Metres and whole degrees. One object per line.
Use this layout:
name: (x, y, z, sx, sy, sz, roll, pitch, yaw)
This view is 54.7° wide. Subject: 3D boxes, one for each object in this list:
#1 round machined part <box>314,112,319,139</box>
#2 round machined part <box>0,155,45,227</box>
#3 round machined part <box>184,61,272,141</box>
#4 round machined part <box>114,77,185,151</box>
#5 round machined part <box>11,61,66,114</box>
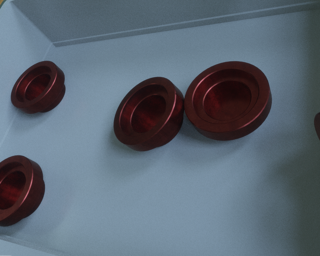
round machined part: (0.178, 0.017, 0.255, 0.042, 0.098, 0.098, -33, 52, 7)
round machined part: (-0.206, 0.092, 0.444, 0.098, 0.042, 0.098, -13, 56, 20)
round machined part: (0.082, -0.028, 0.368, 0.098, 0.042, 0.098, -13, 56, 20)
round machined part: (-0.009, -0.014, 0.399, 0.098, 0.042, 0.098, -22, 50, 29)
round machined part: (-0.206, -0.066, 0.541, 0.098, 0.042, 0.098, -13, 56, 20)
